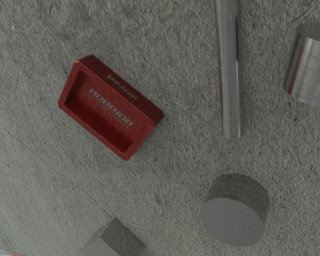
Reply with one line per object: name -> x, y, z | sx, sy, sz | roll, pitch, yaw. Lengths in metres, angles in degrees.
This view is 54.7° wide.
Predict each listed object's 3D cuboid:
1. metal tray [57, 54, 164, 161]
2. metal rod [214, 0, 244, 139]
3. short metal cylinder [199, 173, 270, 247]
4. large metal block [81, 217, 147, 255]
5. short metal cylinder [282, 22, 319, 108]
metal tray -> -0.070, -0.025, 0.424 | 0.130, 0.030, 0.089 | 39, 129, 1
metal rod -> 0.064, -0.124, 0.296 | 0.025, 0.025, 0.298 | 5, 121, 25
short metal cylinder -> 0.098, 0.107, 0.405 | 0.080, 0.050, 0.079 | 13, 124, 21
large metal block -> -0.086, 0.223, 0.574 | 0.080, 0.050, 0.080 | 44, 129, -3
short metal cylinder -> 0.150, -0.053, 0.259 | 0.080, 0.080, 0.050 | 15, 124, 20
